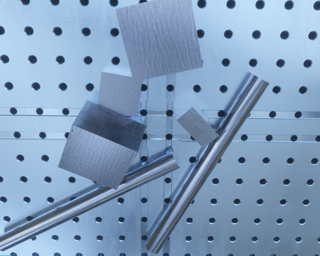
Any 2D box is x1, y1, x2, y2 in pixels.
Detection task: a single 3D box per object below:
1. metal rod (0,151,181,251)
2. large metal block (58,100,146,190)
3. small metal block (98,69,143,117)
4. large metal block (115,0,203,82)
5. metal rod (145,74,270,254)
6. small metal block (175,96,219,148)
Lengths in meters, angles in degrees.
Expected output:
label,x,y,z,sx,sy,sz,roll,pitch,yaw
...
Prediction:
label,x,y,z,sx,sy,sz,roll,pitch,yaw
metal rod,-0.110,0.110,0.452,0.301,0.025,0.025,-27,108,9
large metal block,-0.074,0.023,0.395,0.080,0.050,0.079,24,129,-9
small metal block,-0.050,-0.046,0.396,0.050,0.025,0.050,10,110,-4
large metal block,0.001,-0.106,0.361,0.080,0.050,0.080,-11,110,4
metal rod,0.058,0.061,0.436,0.025,0.025,0.298,26,108,-9
small metal block,0.046,-0.009,0.397,0.025,0.050,0.050,-40,105,13
